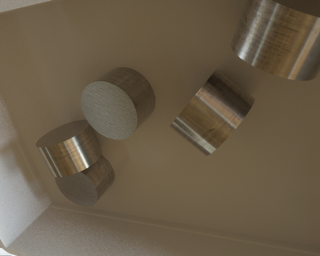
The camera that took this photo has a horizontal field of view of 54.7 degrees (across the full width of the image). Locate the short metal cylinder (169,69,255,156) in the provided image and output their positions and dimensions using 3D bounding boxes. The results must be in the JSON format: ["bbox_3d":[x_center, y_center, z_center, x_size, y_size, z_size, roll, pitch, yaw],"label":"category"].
[{"bbox_3d":[0.055,-0.017,0.333,0.050,0.080,0.080,39,129,1],"label":"short metal cylinder"}]

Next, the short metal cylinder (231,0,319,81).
[{"bbox_3d":[0.108,-0.083,0.265,0.080,0.080,0.050,25,127,12],"label":"short metal cylinder"}]

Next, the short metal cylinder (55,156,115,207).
[{"bbox_3d":[-0.122,0.081,0.505,0.080,0.050,0.079,13,124,20],"label":"short metal cylinder"}]

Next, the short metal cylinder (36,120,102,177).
[{"bbox_3d":[-0.134,0.029,0.459,0.080,0.080,0.050,-6,116,30],"label":"short metal cylinder"}]

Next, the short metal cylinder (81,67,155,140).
[{"bbox_3d":[-0.053,-0.032,0.399,0.080,0.050,0.079,13,124,20],"label":"short metal cylinder"}]
